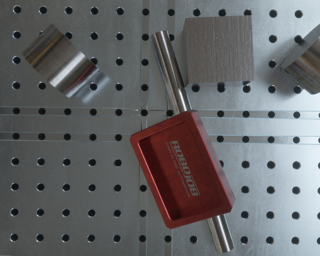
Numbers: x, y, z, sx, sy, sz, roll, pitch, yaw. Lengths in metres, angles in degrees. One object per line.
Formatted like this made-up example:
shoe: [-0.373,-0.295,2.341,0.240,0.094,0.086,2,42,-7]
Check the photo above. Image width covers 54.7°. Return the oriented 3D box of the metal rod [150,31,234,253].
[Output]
metal rod: [0.043,0.018,0.413,0.025,0.025,0.298,-17,90,0]

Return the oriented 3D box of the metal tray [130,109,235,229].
metal tray: [0.028,0.052,0.392,0.090,0.030,0.129,-24,88,22]

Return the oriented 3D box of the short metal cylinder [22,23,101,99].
short metal cylinder: [-0.120,-0.082,0.385,0.080,0.080,0.050,45,90,0]

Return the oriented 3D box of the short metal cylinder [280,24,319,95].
short metal cylinder: [0.199,-0.088,0.387,0.050,0.080,0.080,40,90,0]

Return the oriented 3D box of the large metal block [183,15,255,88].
large metal block: [0.073,-0.096,0.401,0.081,0.050,0.080,-3,90,0]
